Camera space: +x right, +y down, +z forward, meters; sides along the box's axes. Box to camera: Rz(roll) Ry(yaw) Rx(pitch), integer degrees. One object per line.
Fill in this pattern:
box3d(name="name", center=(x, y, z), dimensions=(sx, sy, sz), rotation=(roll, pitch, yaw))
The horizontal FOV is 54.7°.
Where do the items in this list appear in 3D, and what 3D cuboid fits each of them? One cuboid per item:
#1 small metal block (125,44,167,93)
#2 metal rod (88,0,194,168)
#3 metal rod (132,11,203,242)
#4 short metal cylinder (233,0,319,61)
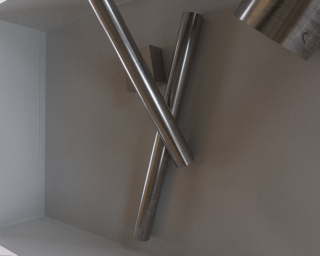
box3d(name="small metal block", center=(-0.021, -0.079, 0.423), dimensions=(0.050, 0.025, 0.050), rotation=(-14, 81, 38))
box3d(name="metal rod", center=(-0.037, -0.086, 0.347), dimensions=(0.025, 0.025, 0.299), rotation=(-17, 108, 38))
box3d(name="metal rod", center=(0.007, 0.006, 0.399), dimensions=(0.025, 0.025, 0.298), rotation=(21, 103, 38))
box3d(name="short metal cylinder", center=(0.114, -0.103, 0.277), dimensions=(0.080, 0.081, 0.050), rotation=(47, 118, 29))
